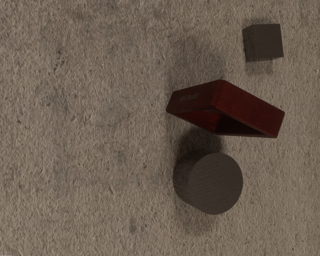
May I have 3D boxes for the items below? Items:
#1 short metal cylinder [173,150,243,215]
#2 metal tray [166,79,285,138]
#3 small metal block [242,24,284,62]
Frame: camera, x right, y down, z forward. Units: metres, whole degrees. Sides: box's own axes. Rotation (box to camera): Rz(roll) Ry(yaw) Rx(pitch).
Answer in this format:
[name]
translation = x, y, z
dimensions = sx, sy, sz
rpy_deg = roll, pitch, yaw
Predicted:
[short metal cylinder]
translation = 0.064, 0.071, 0.421
dimensions = 0.081, 0.050, 0.079
rpy_deg = 0, 90, -21
[metal tray]
translation = 0.073, -0.020, 0.381
dimensions = 0.091, 0.130, 0.030
rpy_deg = 23, 82, -19
[small metal block]
translation = 0.156, -0.128, 0.468
dimensions = 0.050, 0.025, 0.050
rpy_deg = -9, 93, -20
